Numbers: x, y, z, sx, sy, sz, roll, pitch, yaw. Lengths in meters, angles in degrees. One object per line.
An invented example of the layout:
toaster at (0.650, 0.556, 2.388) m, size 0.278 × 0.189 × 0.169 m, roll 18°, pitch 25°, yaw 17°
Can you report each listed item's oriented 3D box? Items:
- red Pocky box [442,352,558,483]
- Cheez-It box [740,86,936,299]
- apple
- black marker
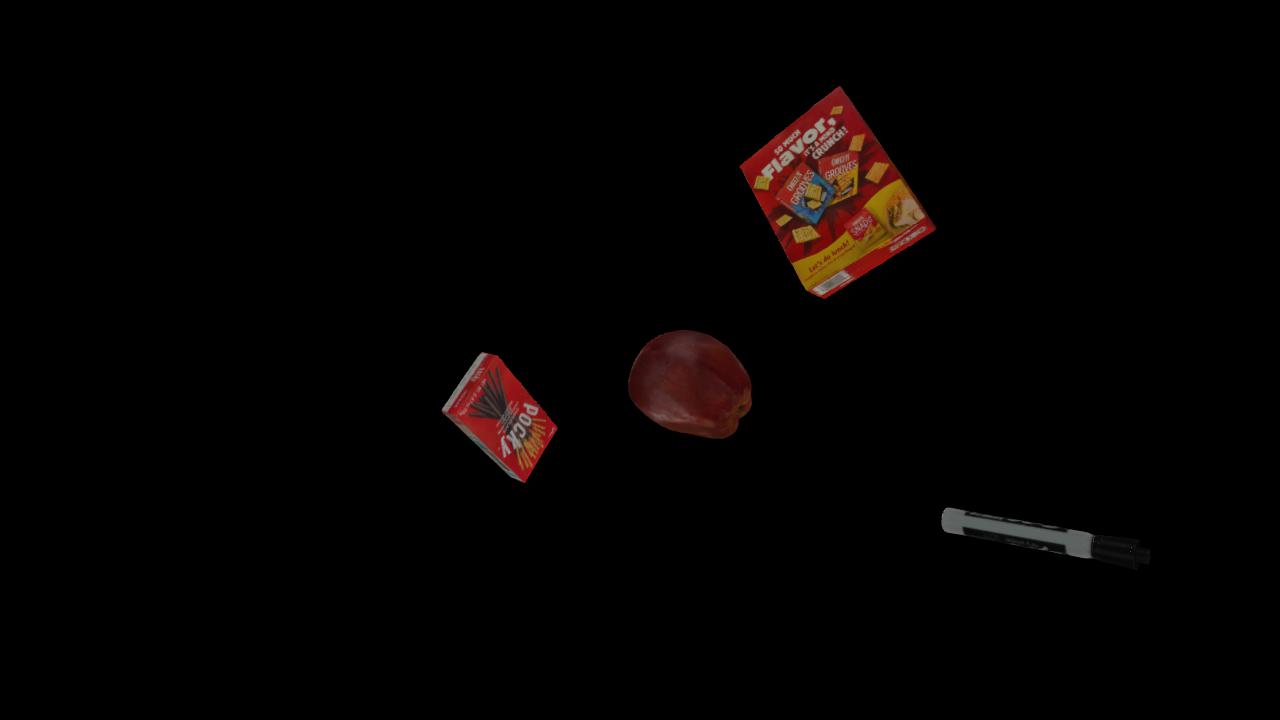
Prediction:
red Pocky box at (-0.154, 0.069, 0.704) m, size 0.028 × 0.083 × 0.155 m, roll 9°, pitch -32°, yaw 31°
Cheez-It box at (0.253, -0.218, 0.816) m, size 0.166 × 0.223 × 0.071 m, roll -34°, pitch -24°, yaw 28°
apple at (0.038, 0.018, 0.466) m, size 0.093 × 0.079 × 0.079 m, roll 24°, pitch 13°, yaw 30°
black marker at (0.273, 0.121, 0.422) m, size 0.020 × 0.020 × 0.121 m, roll 0°, pitch 0°, yaw -41°
